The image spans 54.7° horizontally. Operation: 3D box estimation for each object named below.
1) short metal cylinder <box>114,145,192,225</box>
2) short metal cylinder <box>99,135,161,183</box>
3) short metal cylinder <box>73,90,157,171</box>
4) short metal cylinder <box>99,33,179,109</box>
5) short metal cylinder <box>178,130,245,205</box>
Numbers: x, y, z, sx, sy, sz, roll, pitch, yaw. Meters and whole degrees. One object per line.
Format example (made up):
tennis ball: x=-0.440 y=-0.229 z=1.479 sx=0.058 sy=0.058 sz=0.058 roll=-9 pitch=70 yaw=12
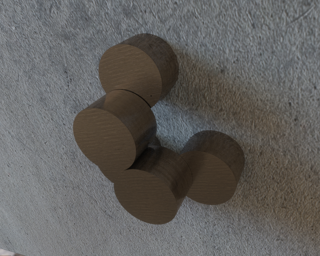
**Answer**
short metal cylinder: x=-0.007 y=0.068 z=0.372 sx=0.080 sy=0.050 sz=0.079 roll=13 pitch=124 yaw=20
short metal cylinder: x=-0.043 y=0.039 z=0.439 sx=0.080 sy=0.050 sz=0.079 roll=13 pitch=124 yaw=21
short metal cylinder: x=-0.051 y=0.003 z=0.355 sx=0.080 sy=0.050 sz=0.079 roll=13 pitch=124 yaw=21
short metal cylinder: x=-0.024 y=-0.066 z=0.365 sx=0.080 sy=0.050 sz=0.079 roll=13 pitch=124 yaw=21
short metal cylinder: x=0.061 y=0.049 z=0.390 sx=0.080 sy=0.050 sz=0.079 roll=13 pitch=124 yaw=21
